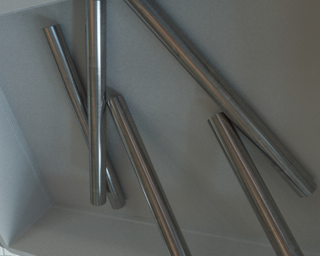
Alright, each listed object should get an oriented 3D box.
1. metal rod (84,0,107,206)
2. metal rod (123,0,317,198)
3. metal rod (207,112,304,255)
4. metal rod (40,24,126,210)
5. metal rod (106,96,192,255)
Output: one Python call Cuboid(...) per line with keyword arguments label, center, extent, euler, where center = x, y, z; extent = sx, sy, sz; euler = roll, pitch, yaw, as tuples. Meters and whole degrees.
Cuboid(label="metal rod", center=(-0.086, -0.016, 0.424), extent=(0.025, 0.025, 0.298), euler=(15, 119, 19))
Cuboid(label="metal rod", center=(0.071, -0.037, 0.348), extent=(0.300, 0.025, 0.025), euler=(47, 129, -5))
Cuboid(label="metal rod", center=(0.129, 0.117, 0.328), extent=(0.025, 0.025, 0.299), euler=(-38, 70, 39))
Cuboid(label="metal rod", center=(-0.106, -0.001, 0.464), extent=(0.025, 0.025, 0.298), euler=(-1, 118, 29))
Cuboid(label="metal rod", center=(-0.001, 0.096, 0.390), extent=(0.025, 0.025, 0.299), euler=(-33, 75, 38))
